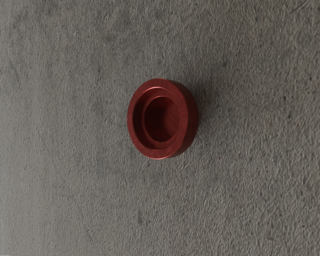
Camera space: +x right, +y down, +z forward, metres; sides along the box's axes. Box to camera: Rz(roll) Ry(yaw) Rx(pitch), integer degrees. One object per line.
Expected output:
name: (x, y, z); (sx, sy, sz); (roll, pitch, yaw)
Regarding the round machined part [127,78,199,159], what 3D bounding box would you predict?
round machined part: (0.008, -0.011, 0.388); (0.098, 0.042, 0.097); (0, 90, 40)
